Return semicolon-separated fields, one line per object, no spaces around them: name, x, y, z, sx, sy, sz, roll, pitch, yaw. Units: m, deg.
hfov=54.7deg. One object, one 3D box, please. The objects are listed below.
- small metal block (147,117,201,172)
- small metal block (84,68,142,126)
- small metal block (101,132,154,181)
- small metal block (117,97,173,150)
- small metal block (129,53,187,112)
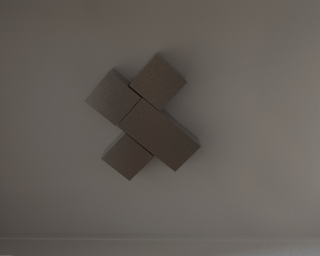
small metal block;0.018;0.022;0.417;0.050;0.025;0.050;40;105;-14
small metal block;-0.058;-0.039;0.394;0.050;0.025;0.050;40;105;-14
small metal block;-0.043;0.035;0.422;0.050;0.025;0.050;41;106;-14
small metal block;-0.019;-0.009;0.405;0.050;0.025;0.050;40;105;-14
small metal block;-0.002;-0.058;0.387;0.050;0.025;0.050;40;104;-14
